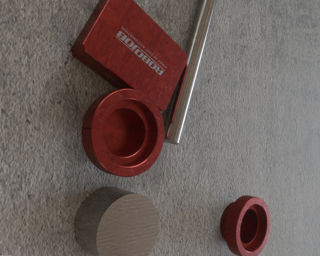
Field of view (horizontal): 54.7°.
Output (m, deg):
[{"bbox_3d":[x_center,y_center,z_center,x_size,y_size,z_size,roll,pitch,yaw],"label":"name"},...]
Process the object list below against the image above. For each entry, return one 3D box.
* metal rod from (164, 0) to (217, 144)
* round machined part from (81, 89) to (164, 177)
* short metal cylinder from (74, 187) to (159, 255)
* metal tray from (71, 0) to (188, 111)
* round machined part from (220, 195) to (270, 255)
[{"bbox_3d":[0.053,-0.122,0.450,0.025,0.025,0.299,26,74,-38],"label":"metal rod"},{"bbox_3d":[-0.045,0.005,0.357,0.099,0.042,0.097,0,90,-40],"label":"round machined part"},{"bbox_3d":[-0.048,0.110,0.350,0.081,0.050,0.079,0,90,-40],"label":"short metal cylinder"},{"bbox_3d":[-0.030,-0.090,0.378,0.130,0.030,0.090,36,68,-34],"label":"metal tray"},{"bbox_3d":[0.138,0.160,0.513,0.099,0.042,0.097,0,90,-40],"label":"round machined part"}]
